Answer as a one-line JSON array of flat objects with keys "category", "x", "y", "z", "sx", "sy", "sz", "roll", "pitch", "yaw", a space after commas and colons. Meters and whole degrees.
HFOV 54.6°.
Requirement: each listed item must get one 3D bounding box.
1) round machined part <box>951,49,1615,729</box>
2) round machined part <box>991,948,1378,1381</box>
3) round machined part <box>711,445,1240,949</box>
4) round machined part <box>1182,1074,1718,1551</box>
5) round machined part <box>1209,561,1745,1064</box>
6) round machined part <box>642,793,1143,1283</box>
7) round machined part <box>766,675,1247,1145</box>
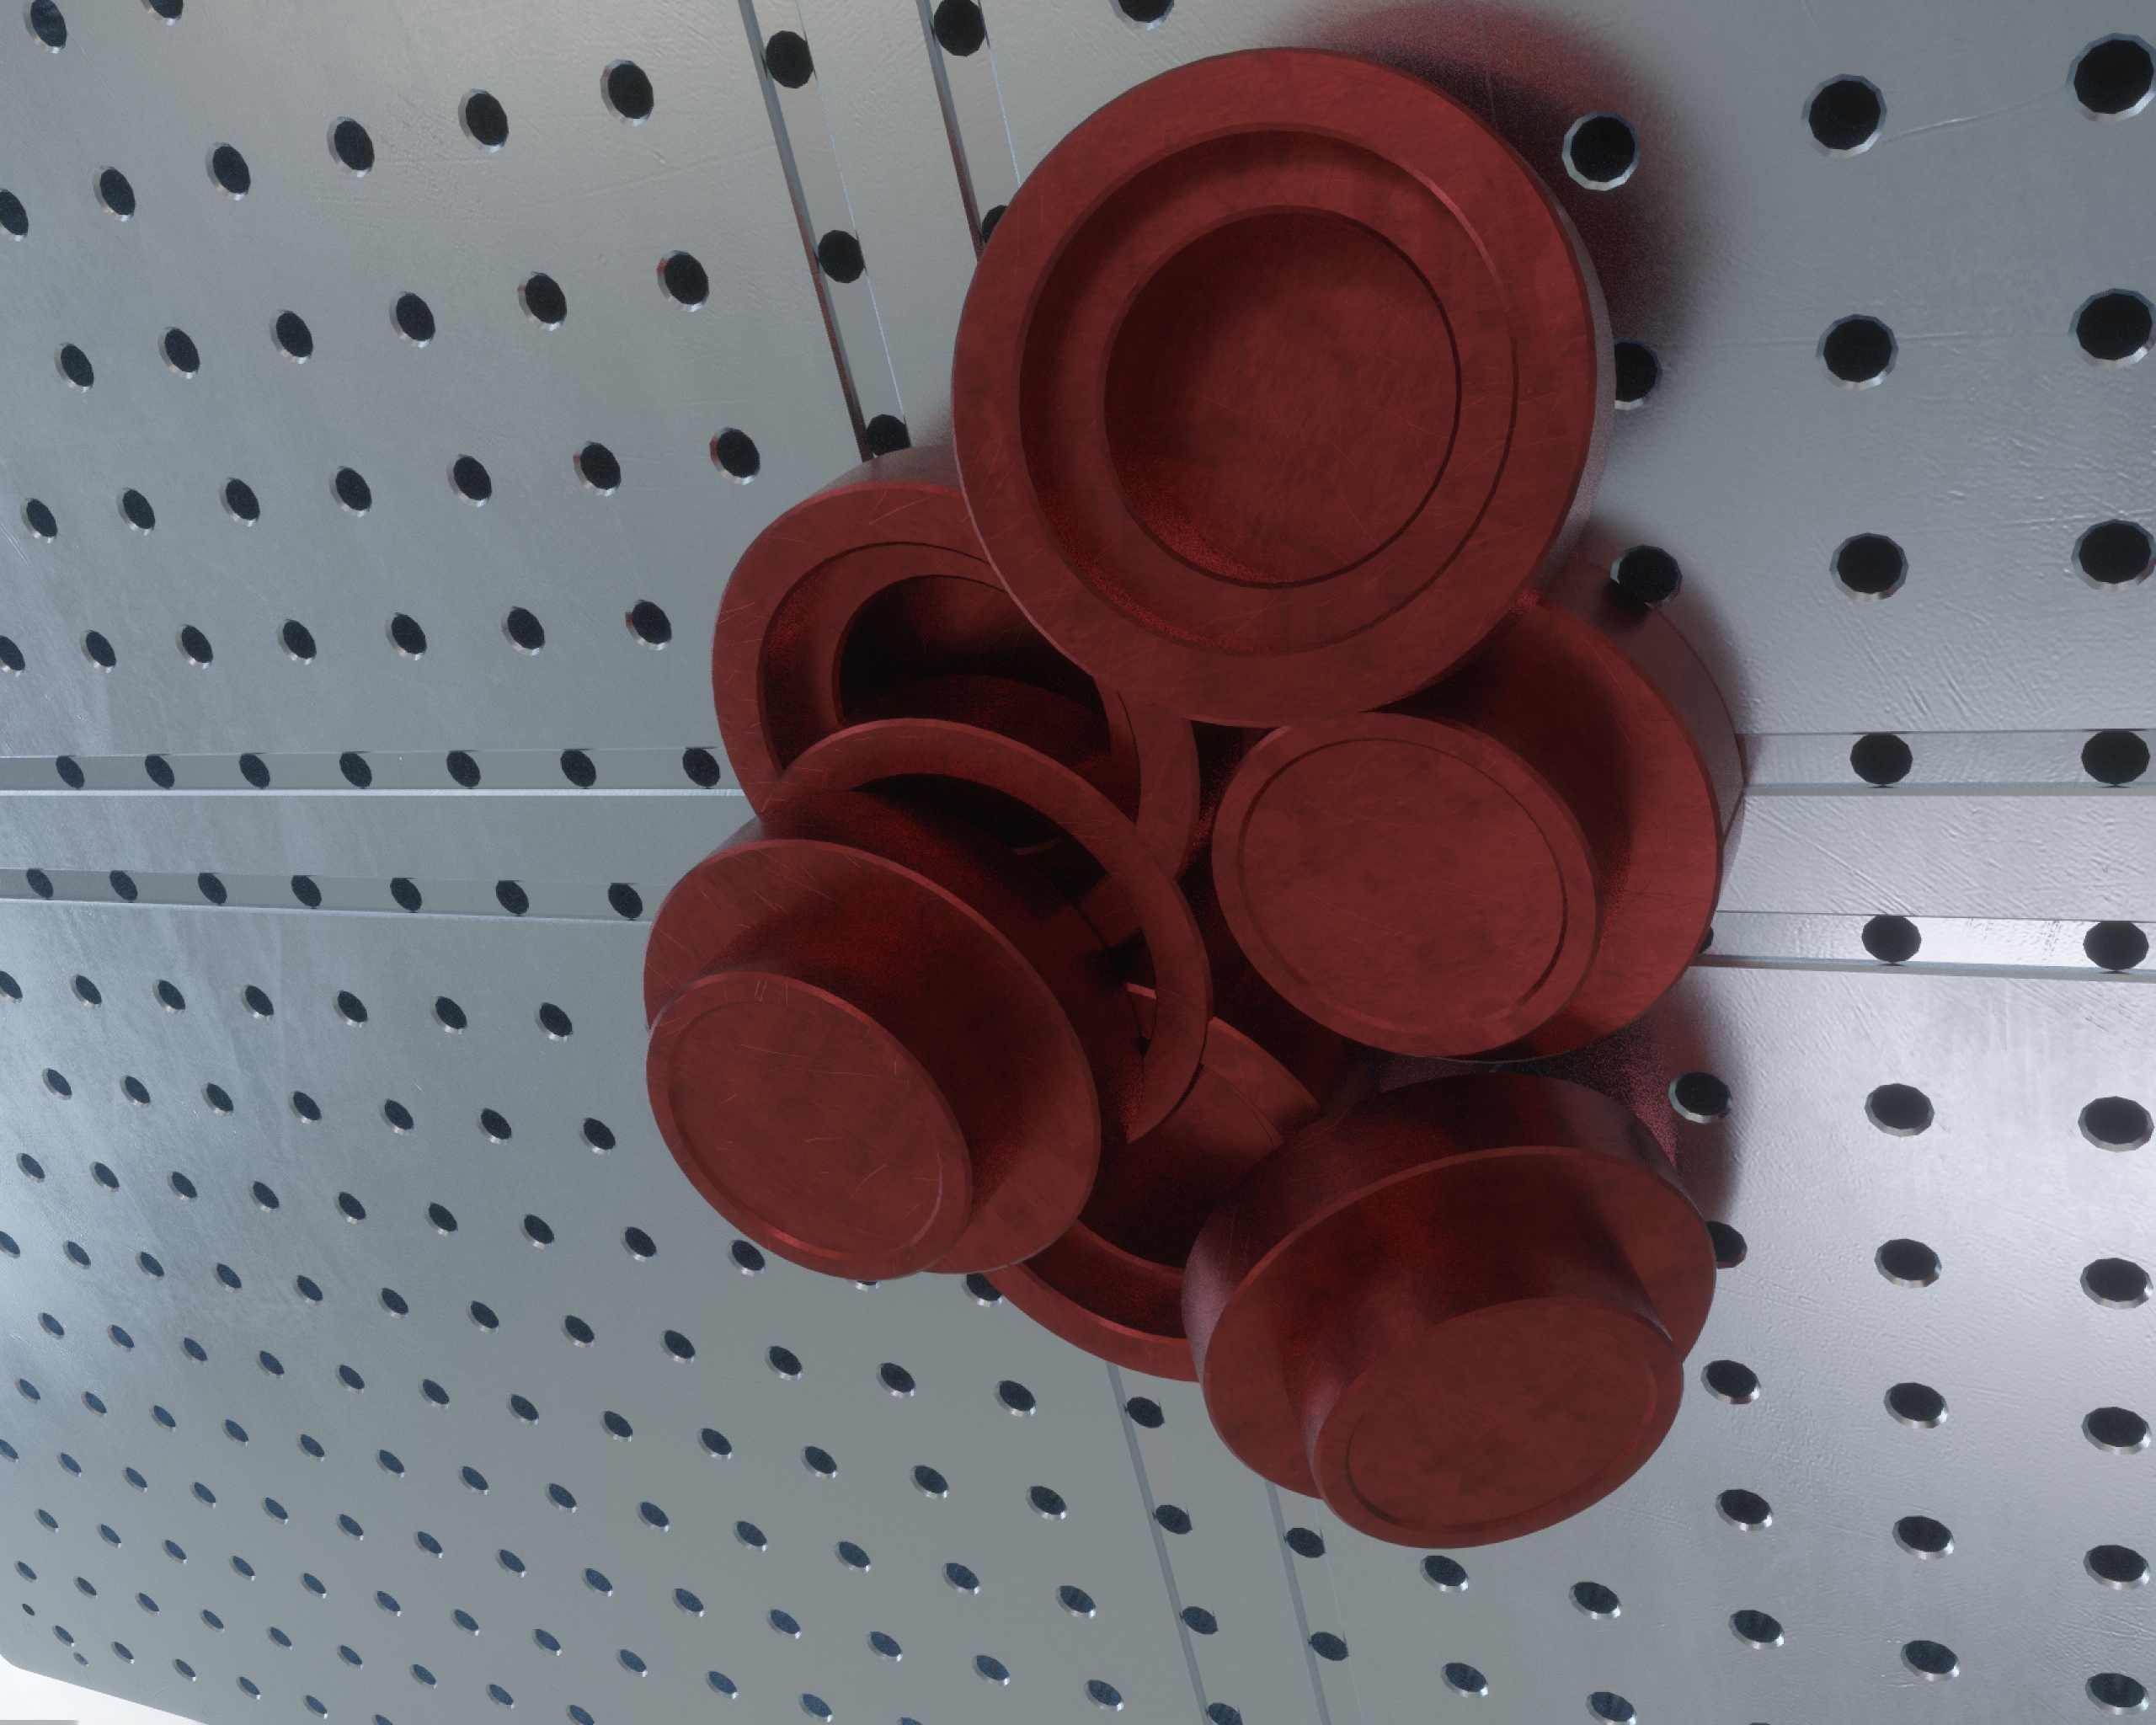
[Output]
[{"category": "round machined part", "x": 0.034, "y": -0.071, "z": 0.324, "sx": 0.098, "sy": 0.042, "sz": 0.097, "roll": 3, "pitch": 99, "yaw": 21}, {"category": "round machined part", "x": 0.019, "y": 0.054, "z": 0.424, "sx": 0.098, "sy": 0.042, "sz": 0.097, "roll": 13, "pitch": 124, "yaw": 21}, {"category": "round machined part", "x": -0.015, "y": -0.031, "z": 0.390, "sx": 0.098, "sy": 0.042, "sz": 0.097, "roll": 13, "pitch": 124, "yaw": 21}, {"category": "round machined part", "x": 0.072, "y": 0.089, "z": 0.386, "sx": 0.099, "sy": 0.042, "sz": 0.097, "roll": -6, "pitch": 127, "yaw": -8}, {"category": "round machined part", "x": 0.062, "y": -0.005, "z": 0.364, "sx": 0.098, "sy": 0.042, "sz": 0.097, "roll": 13, "pitch": 124, "yaw": 21}, {"category": "round machined part", "x": -0.041, "y": 0.039, "z": 0.392, "sx": 0.098, "sy": 0.042, "sz": 0.097, "roll": 13, "pitch": 124, "yaw": 21}, {"category": "round machined part", "x": -0.012, "y": 0.007, "z": 0.411, "sx": 0.098, "sy": 0.042, "sz": 0.097, "roll": 13, "pitch": 124, "yaw": 21}]
